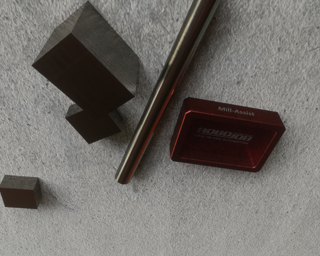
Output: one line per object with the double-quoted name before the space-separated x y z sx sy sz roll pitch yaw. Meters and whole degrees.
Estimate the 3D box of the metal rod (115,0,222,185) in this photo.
"metal rod" -0.002 -0.030 0.381 0.025 0.025 0.298 16 128 -14

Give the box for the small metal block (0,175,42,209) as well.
"small metal block" -0.220 0.102 0.491 0.050 0.025 0.050 5 130 -5

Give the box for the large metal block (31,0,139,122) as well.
"large metal block" -0.068 -0.068 0.312 0.050 0.080 0.080 -30 124 23

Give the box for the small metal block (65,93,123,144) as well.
"small metal block" -0.083 -0.012 0.396 0.050 0.025 0.050 -21 127 16

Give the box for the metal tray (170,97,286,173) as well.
"metal tray" 0.086 0.012 0.415 0.131 0.030 0.089 9 130 -8
